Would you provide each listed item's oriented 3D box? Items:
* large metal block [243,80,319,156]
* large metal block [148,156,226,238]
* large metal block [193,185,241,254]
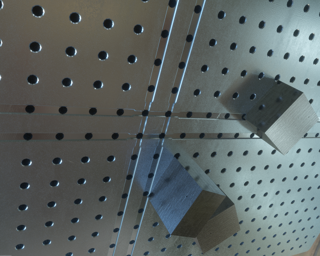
[{"bbox_3d":[0.194,-0.015,0.495,0.080,0.050,0.080,-48,129,5],"label":"large metal block"},{"bbox_3d":[0.037,0.102,0.461,0.050,0.080,0.080,22,106,-37],"label":"large metal block"},{"bbox_3d":[0.089,0.162,0.546,0.080,0.050,0.080,-29,129,-11],"label":"large metal block"}]
